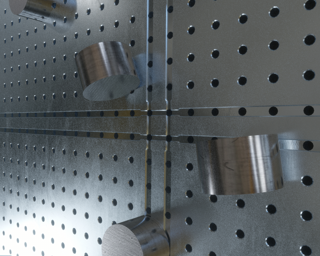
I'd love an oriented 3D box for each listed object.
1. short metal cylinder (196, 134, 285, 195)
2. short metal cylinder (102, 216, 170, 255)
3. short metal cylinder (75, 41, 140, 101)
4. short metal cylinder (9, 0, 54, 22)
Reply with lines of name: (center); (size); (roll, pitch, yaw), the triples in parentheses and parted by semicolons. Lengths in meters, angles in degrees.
short metal cylinder: (0.078, 0.035, 0.309); (0.080, 0.081, 0.050); (-9, 84, 39)
short metal cylinder: (-0.034, 0.165, 0.421); (0.080, 0.050, 0.079); (0, 90, 40)
short metal cylinder: (-0.073, -0.077, 0.434); (0.080, 0.081, 0.050); (-28, 73, 36)
short metal cylinder: (-0.248, -0.253, 0.598); (0.080, 0.050, 0.079); (0, 90, 40)
